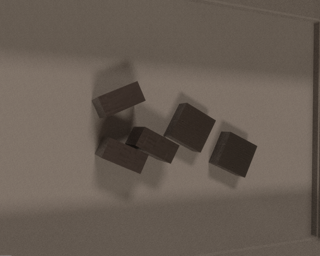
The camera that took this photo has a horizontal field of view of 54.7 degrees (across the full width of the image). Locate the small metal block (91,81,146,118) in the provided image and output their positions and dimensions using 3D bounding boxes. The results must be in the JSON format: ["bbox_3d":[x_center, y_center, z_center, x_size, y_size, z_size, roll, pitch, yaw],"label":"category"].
[{"bbox_3d":[-0.052,-0.034,0.379,0.050,0.050,0.025,-25,99,-19],"label":"small metal block"}]

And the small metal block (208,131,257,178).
[{"bbox_3d":[0.107,0.038,0.452,0.050,0.025,0.050,27,81,-19],"label":"small metal block"}]

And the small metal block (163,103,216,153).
[{"bbox_3d":[0.041,0.000,0.427,0.050,0.025,0.050,30,80,-18],"label":"small metal block"}]

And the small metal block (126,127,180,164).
[{"bbox_3d":[-0.011,0.021,0.394,0.050,0.050,0.025,29,81,-18],"label":"small metal block"}]

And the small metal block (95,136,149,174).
[{"bbox_3d":[-0.048,0.032,0.380,0.050,0.050,0.025,26,82,-19],"label":"small metal block"}]
